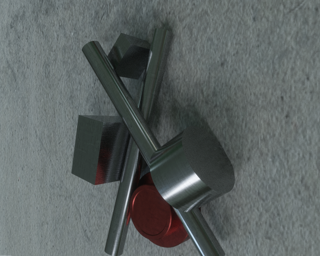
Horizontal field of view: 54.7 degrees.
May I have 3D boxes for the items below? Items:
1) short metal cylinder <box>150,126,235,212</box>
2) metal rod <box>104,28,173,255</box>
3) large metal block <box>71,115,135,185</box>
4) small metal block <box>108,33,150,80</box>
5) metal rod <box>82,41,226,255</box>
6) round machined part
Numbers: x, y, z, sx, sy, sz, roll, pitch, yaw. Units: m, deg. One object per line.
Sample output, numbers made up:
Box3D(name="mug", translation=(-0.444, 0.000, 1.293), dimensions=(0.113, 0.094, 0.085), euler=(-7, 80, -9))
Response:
Box3D(name="short metal cylinder", translation=(0.036, 0.045, 0.340), dimensions=(0.050, 0.081, 0.080), euler=(-39, 67, 33))
Box3D(name="metal rod", translation=(-0.029, 0.020, 0.408), dimensions=(0.025, 0.025, 0.298), euler=(15, 93, 38))
Box3D(name="large metal block", translation=(-0.068, 0.027, 0.424), dimensions=(0.050, 0.081, 0.079), euler=(15, 100, 39))
Box3D(name="small metal block", translation=(-0.041, -0.096, 0.421), dimensions=(0.050, 0.050, 0.025), euler=(-52, 60, 27))
Box3D(name="metal rod", translation=(-0.015, 0.019, 0.372), dimensions=(0.025, 0.025, 0.299), euler=(-39, 75, 33))
Box3D(name="round machined part", translation=(0.000, 0.103, 0.395), dimensions=(0.098, 0.042, 0.097), euler=(0, 90, 39))
